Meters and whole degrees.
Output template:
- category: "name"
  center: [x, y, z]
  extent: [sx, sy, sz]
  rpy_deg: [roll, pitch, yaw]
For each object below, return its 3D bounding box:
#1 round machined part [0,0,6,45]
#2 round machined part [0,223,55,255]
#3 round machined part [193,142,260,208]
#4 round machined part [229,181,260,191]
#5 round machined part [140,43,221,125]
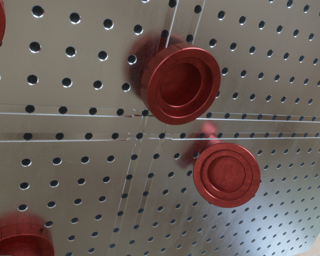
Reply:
- category: "round machined part"
  center: [-0.178, -0.091, 0.247]
  extent: [0.099, 0.042, 0.097]
  rpy_deg: [-14, 124, -21]
- category: "round machined part"
  center: [-0.190, 0.177, 0.407]
  extent: [0.099, 0.042, 0.097]
  rpy_deg: [-14, 125, -21]
- category: "round machined part"
  center: [0.103, 0.070, 0.479]
  extent: [0.098, 0.098, 0.042]
  rpy_deg: [-53, 168, 9]
- category: "round machined part"
  center: [0.132, 0.095, 0.534]
  extent: [0.099, 0.042, 0.097]
  rpy_deg: [-14, 125, -21]
- category: "round machined part"
  center: [0.021, -0.056, 0.379]
  extent: [0.099, 0.042, 0.097]
  rpy_deg: [-14, 125, -21]
